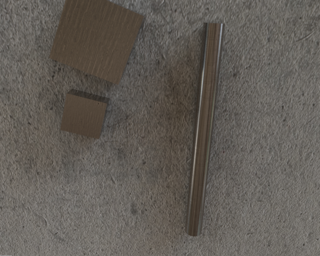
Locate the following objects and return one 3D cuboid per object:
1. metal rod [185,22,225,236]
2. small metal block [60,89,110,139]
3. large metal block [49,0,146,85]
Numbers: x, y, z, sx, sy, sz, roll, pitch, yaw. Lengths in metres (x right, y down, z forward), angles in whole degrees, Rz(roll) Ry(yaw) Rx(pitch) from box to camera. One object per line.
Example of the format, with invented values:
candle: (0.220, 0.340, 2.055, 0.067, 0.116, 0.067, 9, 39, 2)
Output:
metal rod: (0.057, 0.016, 0.416, 0.025, 0.025, 0.298, 2, 110, -1)
small metal block: (-0.097, -0.018, 0.402, 0.050, 0.025, 0.050, 14, 109, -6)
large metal block: (-0.070, -0.106, 0.356, 0.080, 0.050, 0.079, 21, 109, -8)
